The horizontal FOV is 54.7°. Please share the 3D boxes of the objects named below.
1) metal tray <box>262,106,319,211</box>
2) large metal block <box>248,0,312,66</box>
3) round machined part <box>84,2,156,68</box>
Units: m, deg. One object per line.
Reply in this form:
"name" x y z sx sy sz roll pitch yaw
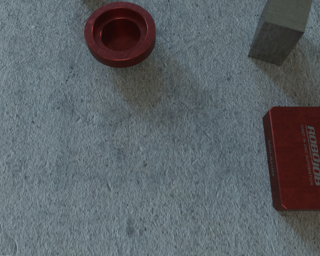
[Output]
"metal tray" 0.186 0.038 0.393 0.091 0.030 0.130 0 70 0
"large metal block" 0.168 -0.147 0.434 0.050 0.080 0.080 19 71 7
"round machined part" -0.055 -0.128 0.446 0.099 0.042 0.098 0 70 0
